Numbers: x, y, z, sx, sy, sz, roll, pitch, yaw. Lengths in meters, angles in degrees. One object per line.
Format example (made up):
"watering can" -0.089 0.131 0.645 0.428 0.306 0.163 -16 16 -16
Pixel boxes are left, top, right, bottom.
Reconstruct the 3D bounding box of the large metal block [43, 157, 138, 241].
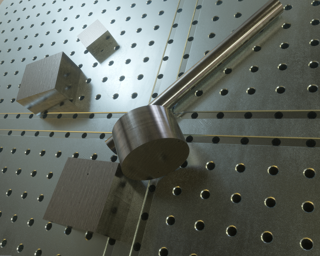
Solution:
"large metal block" -0.083 0.086 0.382 0.080 0.050 0.080 2 63 29

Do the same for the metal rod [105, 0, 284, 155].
"metal rod" 0.047 -0.071 0.425 0.300 0.025 0.025 -41 51 0

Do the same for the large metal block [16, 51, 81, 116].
"large metal block" -0.191 -0.076 0.536 0.080 0.050 0.080 -13 56 20

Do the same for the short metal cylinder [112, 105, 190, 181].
"short metal cylinder" -0.012 0.019 0.366 0.080 0.080 0.050 -29 52 9

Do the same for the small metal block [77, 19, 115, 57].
"small metal block" -0.118 -0.166 0.570 0.050 0.025 0.050 -39 51 1
